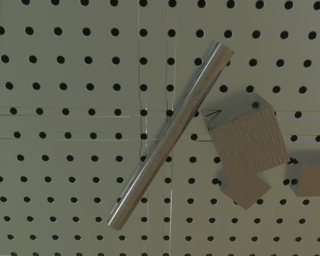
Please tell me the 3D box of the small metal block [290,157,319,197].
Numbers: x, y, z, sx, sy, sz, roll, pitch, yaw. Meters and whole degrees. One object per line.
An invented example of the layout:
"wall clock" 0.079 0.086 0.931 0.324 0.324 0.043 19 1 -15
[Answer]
"small metal block" 0.218 0.069 0.441 0.050 0.025 0.050 -2 110 0

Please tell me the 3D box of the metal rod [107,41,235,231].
"metal rod" 0.006 0.023 0.421 0.025 0.025 0.298 28 108 -10

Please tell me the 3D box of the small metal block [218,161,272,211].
"small metal block" 0.121 0.081 0.444 0.050 0.025 0.050 39 105 -13

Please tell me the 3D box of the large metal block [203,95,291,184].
"large metal block" 0.112 0.014 0.406 0.080 0.050 0.080 -22 109 8
